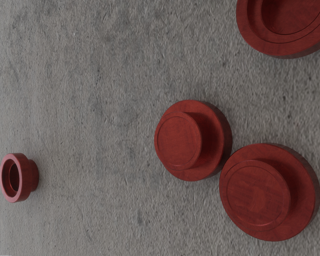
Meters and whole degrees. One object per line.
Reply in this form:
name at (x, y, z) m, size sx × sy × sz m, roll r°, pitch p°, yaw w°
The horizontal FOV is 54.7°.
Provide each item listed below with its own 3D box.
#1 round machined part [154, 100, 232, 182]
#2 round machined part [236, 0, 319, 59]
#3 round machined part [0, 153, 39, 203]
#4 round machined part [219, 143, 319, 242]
round machined part at (0.032, 0.015, 0.368) m, size 0.098 × 0.042 × 0.097 m, roll 0°, pitch 90°, yaw 40°
round machined part at (0.126, -0.113, 0.290) m, size 0.098 × 0.042 × 0.097 m, roll 0°, pitch 90°, yaw 40°
round machined part at (-0.282, 0.099, 0.627) m, size 0.098 × 0.042 × 0.097 m, roll 0°, pitch 90°, yaw 40°
round machined part at (0.102, 0.064, 0.310) m, size 0.098 × 0.042 × 0.097 m, roll 0°, pitch 90°, yaw 40°
